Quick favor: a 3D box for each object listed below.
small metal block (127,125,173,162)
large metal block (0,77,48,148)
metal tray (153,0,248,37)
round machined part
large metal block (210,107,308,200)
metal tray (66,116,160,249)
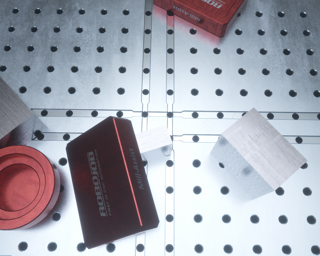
[{"bbox_3d":[-0.013,0.023,0.390,0.050,0.050,0.025,-17,71,-6],"label":"small metal block"},{"bbox_3d":[-0.211,-0.010,0.401,0.080,0.050,0.080,-42,76,-14],"label":"large metal block"},{"bbox_3d":[0.065,-0.210,0.486,0.130,0.030,0.090,31,73,10],"label":"metal tray"},{"bbox_3d":[-0.170,0.073,0.375,0.099,0.042,0.098,0,70,0],"label":"round machined part"},{"bbox_3d":[0.112,0.034,0.371,0.050,0.080,0.080,-38,75,-12],"label":"large metal block"},{"bbox_3d":[-0.060,0.063,0.359,0.090,0.030,0.130,-29,68,31],"label":"metal tray"}]
